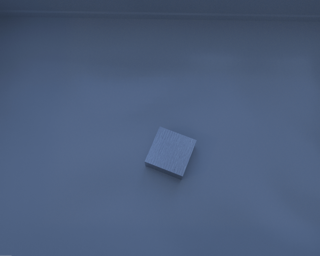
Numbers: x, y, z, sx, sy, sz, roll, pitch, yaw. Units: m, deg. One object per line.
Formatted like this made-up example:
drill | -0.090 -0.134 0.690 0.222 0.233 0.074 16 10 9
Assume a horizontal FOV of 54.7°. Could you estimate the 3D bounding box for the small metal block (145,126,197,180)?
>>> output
small metal block | 0.014 0.033 0.398 0.050 0.025 0.050 21 71 7
